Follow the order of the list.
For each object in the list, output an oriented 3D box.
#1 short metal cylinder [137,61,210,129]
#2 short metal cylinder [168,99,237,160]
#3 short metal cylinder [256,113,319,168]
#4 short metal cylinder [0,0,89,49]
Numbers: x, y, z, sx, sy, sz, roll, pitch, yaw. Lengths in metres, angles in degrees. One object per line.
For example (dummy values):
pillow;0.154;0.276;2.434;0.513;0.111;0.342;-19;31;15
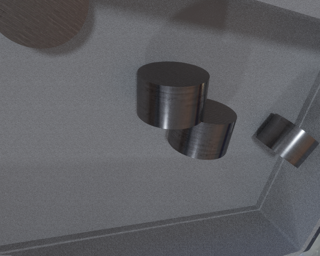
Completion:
short metal cylinder;0.014;-0.040;0.358;0.081;0.080;0.050;-11;123;-23
short metal cylinder;0.054;-0.002;0.403;0.081;0.080;0.050;-4;121;-27
short metal cylinder;0.204;0.020;0.500;0.080;0.080;0.050;29;102;-38
short metal cylinder;-0.107;-0.114;0.264;0.081;0.050;0.079;-14;125;-21
